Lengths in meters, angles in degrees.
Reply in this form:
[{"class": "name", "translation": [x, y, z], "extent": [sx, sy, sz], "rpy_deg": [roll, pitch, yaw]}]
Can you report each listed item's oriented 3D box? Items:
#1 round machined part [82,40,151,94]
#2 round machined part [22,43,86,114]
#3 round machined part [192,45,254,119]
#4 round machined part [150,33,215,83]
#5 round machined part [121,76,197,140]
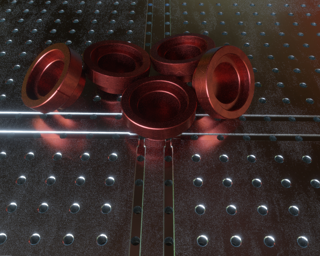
[{"class": "round machined part", "translation": [-0.065, -0.088, 0.463], "extent": [0.099, 0.042, 0.098], "rpy_deg": [6, 45, -6]}, {"class": "round machined part", "translation": [-0.142, -0.064, 0.429], "extent": [0.098, 0.042, 0.098], "rpy_deg": [-15, 61, 30]}, {"class": "round machined part", "translation": [0.083, -0.061, 0.425], "extent": [0.099, 0.098, 0.042], "rpy_deg": [-41, 26, -29]}, {"class": "round machined part", "translation": [0.036, -0.105, 0.477], "extent": [0.099, 0.042, 0.098], "rpy_deg": [-6, 41, 6]}, {"class": "round machined part", "translation": [-0.002, -0.023, 0.416], "extent": [0.099, 0.042, 0.098], "rpy_deg": [0, 50, 0]}]
